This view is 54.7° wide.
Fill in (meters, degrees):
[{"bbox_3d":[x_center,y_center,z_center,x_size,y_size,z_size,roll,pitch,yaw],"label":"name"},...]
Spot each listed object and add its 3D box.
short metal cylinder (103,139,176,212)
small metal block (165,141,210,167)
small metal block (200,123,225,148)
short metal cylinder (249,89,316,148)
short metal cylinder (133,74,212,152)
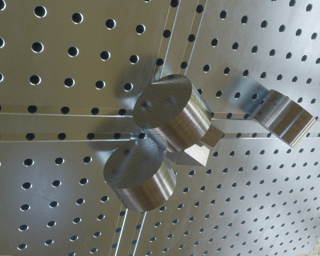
[{"bbox_3d":[-0.025,0.060,0.399,0.080,0.080,0.050,-31,129,-8],"label":"short metal cylinder"},{"bbox_3d":[0.032,0.031,0.428,0.050,0.050,0.025,37,63,-39],"label":"small metal block"},{"bbox_3d":[0.051,-0.004,0.421,0.050,0.050,0.025,27,104,-37],"label":"small metal block"},{"bbox_3d":[0.183,-0.014,0.467,0.080,0.080,0.050,30,102,-38],"label":"short metal cylinder"},{"bbox_3d":[0.015,-0.018,0.372,0.080,0.080,0.050,-42,130,1],"label":"short metal cylinder"}]
